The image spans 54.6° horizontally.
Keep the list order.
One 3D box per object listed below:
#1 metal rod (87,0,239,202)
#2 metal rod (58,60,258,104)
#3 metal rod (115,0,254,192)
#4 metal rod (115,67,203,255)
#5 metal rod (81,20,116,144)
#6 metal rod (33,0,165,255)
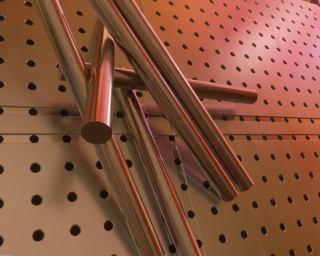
[{"bbox_3d":[0.008,-0.034,0.382,0.025,0.025,0.299,-41,101,-39],"label":"metal rod"},{"bbox_3d":[0.018,-0.058,0.424,0.302,0.025,0.025,3,60,-30],"label":"metal rod"},{"bbox_3d":[0.032,-0.042,0.399,0.025,0.025,0.299,-43,102,-39],"label":"metal rod"},{"bbox_3d":[-0.003,0.054,0.372,0.025,0.025,0.299,-10,67,-32],"label":"metal rod"},{"bbox_3d":[-0.065,-0.092,0.367,0.025,0.025,0.300,16,36,-19],"label":"metal rod"},{"bbox_3d":[-0.065,-0.002,0.327,0.025,0.025,0.299,-22,88,-36],"label":"metal rod"}]
